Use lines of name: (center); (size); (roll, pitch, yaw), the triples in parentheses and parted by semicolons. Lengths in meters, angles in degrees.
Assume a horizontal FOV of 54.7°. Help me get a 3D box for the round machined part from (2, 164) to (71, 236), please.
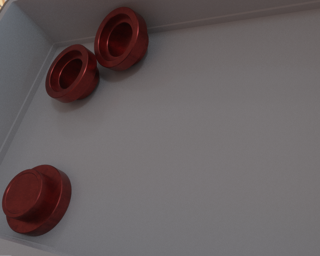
round machined part: (-0.176, 0.096, 0.429); (0.098, 0.042, 0.098); (-13, 56, 21)

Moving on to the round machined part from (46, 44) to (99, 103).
round machined part: (-0.140, -0.086, 0.514); (0.098, 0.042, 0.098); (-15, 62, 30)

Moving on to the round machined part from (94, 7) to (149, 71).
round machined part: (-0.057, -0.138, 0.496); (0.098, 0.042, 0.098); (-8, 76, 37)
